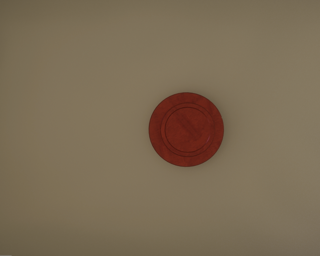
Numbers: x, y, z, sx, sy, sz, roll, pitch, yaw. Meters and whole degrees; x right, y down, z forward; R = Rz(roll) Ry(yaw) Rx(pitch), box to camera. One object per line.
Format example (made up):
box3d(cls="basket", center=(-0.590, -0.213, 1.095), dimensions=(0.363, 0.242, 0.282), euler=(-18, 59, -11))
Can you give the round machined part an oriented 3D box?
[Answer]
box3d(cls="round machined part", center=(0.035, 0.002, 0.403), dimensions=(0.099, 0.042, 0.097), euler=(0, 90, 0))
